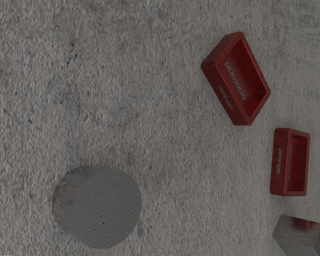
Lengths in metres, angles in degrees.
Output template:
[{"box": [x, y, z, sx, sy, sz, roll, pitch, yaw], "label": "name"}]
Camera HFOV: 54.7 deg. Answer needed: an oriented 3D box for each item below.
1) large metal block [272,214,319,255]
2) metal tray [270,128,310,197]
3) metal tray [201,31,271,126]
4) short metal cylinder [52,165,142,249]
[{"box": [0.280, 0.220, 0.604, 0.080, 0.080, 0.050, 52, 60, -28], "label": "large metal block"}, {"box": [0.262, 0.069, 0.620, 0.091, 0.030, 0.129, 11, 83, -39], "label": "metal tray"}, {"box": [0.128, -0.078, 0.508, 0.090, 0.030, 0.130, -51, 120, -28], "label": "metal tray"}, {"box": [-0.067, 0.081, 0.332, 0.081, 0.050, 0.080, 0, 90, -40], "label": "short metal cylinder"}]
